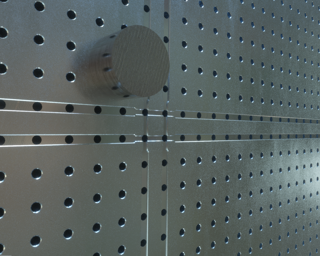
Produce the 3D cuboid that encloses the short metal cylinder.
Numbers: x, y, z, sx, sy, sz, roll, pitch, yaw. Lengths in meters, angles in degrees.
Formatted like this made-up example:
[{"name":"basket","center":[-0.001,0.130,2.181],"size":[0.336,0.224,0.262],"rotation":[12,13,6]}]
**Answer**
[{"name":"short metal cylinder","center":[-0.035,-0.075,0.365],"size":[0.081,0.050,0.079],"rotation":[0,90,-40]}]
